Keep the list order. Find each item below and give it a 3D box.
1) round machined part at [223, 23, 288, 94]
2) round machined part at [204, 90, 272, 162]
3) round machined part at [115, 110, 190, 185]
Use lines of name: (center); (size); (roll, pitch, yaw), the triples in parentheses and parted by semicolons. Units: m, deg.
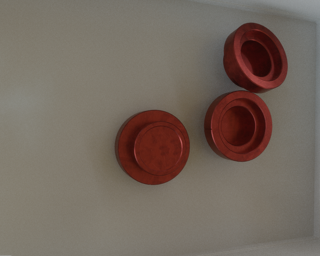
round machined part: (0.130, -0.095, 0.440); (0.099, 0.042, 0.098); (7, 73, -26)
round machined part: (0.106, -0.003, 0.440); (0.099, 0.042, 0.097); (0, 90, -20)
round machined part: (-0.006, 0.025, 0.399); (0.099, 0.042, 0.097); (0, 90, -20)
